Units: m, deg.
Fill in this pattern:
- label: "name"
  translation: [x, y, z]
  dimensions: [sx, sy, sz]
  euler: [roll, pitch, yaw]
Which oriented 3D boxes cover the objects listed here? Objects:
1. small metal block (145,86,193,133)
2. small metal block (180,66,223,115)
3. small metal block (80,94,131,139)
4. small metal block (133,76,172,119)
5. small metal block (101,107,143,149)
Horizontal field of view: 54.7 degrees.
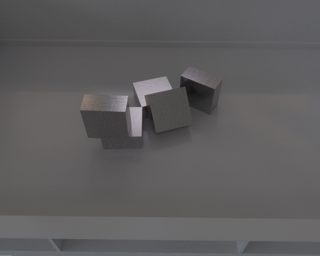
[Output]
- label: "small metal block"
  translation: [0.011, -0.024, 0.407]
  dimensions: [0.050, 0.050, 0.025]
  euler: [-14, 7, -11]
- label: "small metal block"
  translation: [0.056, -0.052, 0.433]
  dimensions: [0.050, 0.050, 0.025]
  euler: [25, 55, 20]
- label: "small metal block"
  translation: [-0.062, -0.012, 0.366]
  dimensions: [0.050, 0.050, 0.025]
  euler: [2, 51, 2]
- label: "small metal block"
  translation: [-0.008, -0.044, 0.442]
  dimensions: [0.050, 0.025, 0.050]
  euler: [-13, 51, -11]
- label: "small metal block"
  translation: [-0.048, 0.000, 0.405]
  dimensions: [0.050, 0.025, 0.050]
  euler: [-1, 50, -1]
